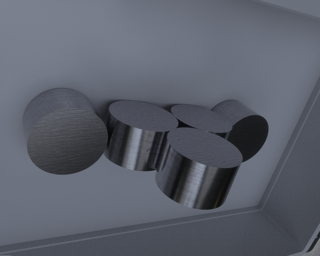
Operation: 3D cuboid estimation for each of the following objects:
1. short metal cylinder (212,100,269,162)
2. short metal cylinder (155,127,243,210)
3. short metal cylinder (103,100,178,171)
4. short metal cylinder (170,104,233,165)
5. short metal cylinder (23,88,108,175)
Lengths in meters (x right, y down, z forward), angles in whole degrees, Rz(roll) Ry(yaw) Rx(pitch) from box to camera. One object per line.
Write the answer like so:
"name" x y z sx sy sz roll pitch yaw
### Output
"short metal cylinder" 0.109 0.005 0.453 0.081 0.050 0.079 -14 124 -21
"short metal cylinder" 0.040 0.040 0.329 0.081 0.080 0.050 2 118 -29
"short metal cylinder" -0.024 0.007 0.361 0.081 0.080 0.050 2 118 -29
"short metal cylinder" 0.046 0.009 0.401 0.081 0.080 0.050 2 118 -29
"short metal cylinder" -0.103 0.004 0.336 0.081 0.050 0.079 -14 124 -21
